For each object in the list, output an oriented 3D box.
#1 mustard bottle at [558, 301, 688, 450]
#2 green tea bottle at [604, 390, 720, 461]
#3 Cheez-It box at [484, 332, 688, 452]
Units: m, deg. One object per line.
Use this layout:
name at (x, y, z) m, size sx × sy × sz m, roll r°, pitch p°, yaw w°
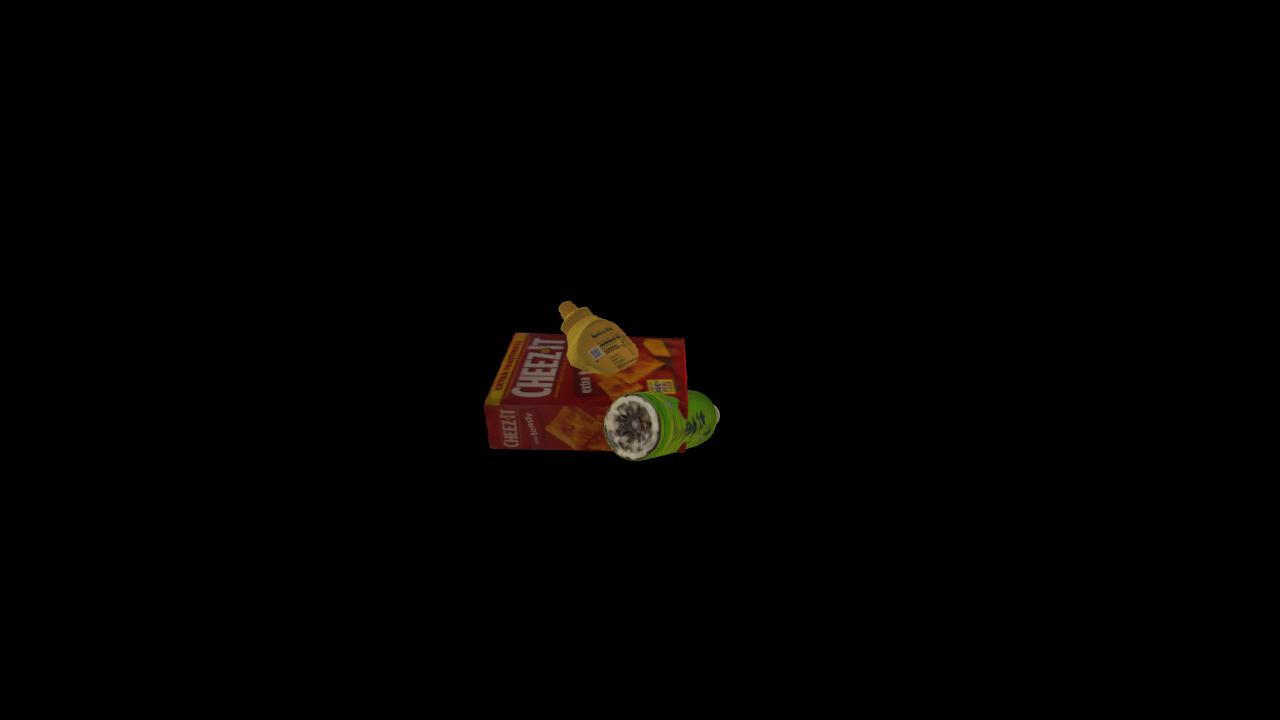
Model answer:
mustard bottle at (-0.037, 0.001, 0.736) m, size 0.092 × 0.184 × 0.054 m, roll -30°, pitch -14°, yaw -40°
green tea bottle at (0.039, 0.069, 0.702) m, size 0.073 × 0.073 × 0.212 m, roll 0°, pitch -1°, yaw 26°
Cheez-It box at (-0.055, 0.034, 0.734) m, size 0.223 × 0.071 × 0.166 m, roll 1°, pitch 30°, yaw 2°
